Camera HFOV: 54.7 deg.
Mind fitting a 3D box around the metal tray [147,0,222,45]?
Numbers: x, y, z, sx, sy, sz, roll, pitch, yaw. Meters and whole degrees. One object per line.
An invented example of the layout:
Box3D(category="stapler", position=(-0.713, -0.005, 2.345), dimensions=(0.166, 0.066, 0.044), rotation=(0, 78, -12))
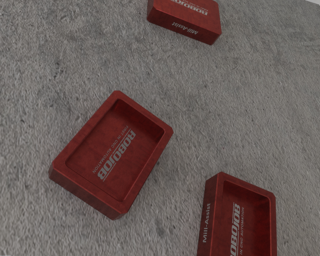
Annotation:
Box3D(category="metal tray", position=(0.044, -0.208, 0.550), dimensions=(0.131, 0.030, 0.090), rotation=(14, 56, -20))

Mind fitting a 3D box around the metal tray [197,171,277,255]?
Box3D(category="metal tray", position=(0.095, 0.128, 0.372), dimensions=(0.090, 0.030, 0.130), rotation=(24, 53, -14))

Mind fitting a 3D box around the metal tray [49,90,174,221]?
Box3D(category="metal tray", position=(-0.050, 0.026, 0.357), dimensions=(0.090, 0.030, 0.130), rotation=(36, 51, -5))
